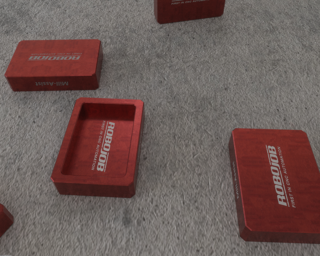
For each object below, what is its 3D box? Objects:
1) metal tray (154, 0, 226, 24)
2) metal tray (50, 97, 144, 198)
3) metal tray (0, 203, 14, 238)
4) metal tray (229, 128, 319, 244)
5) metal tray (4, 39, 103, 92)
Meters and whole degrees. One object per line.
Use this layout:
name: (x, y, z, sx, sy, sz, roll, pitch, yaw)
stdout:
metal tray: (0.056, -0.245, 0.567, 0.131, 0.090, 0.030, -11, 51, -9)
metal tray: (-0.070, 0.019, 0.383, 0.091, 0.030, 0.130, 3, 50, 2)
metal tray: (-0.226, 0.116, 0.300, 0.090, 0.030, 0.130, 23, 54, 18)
metal tray: (0.131, 0.060, 0.350, 0.091, 0.030, 0.130, 2, 50, 1)
metal tray: (-0.159, -0.099, 0.482, 0.131, 0.030, 0.090, -1, 50, -1)
